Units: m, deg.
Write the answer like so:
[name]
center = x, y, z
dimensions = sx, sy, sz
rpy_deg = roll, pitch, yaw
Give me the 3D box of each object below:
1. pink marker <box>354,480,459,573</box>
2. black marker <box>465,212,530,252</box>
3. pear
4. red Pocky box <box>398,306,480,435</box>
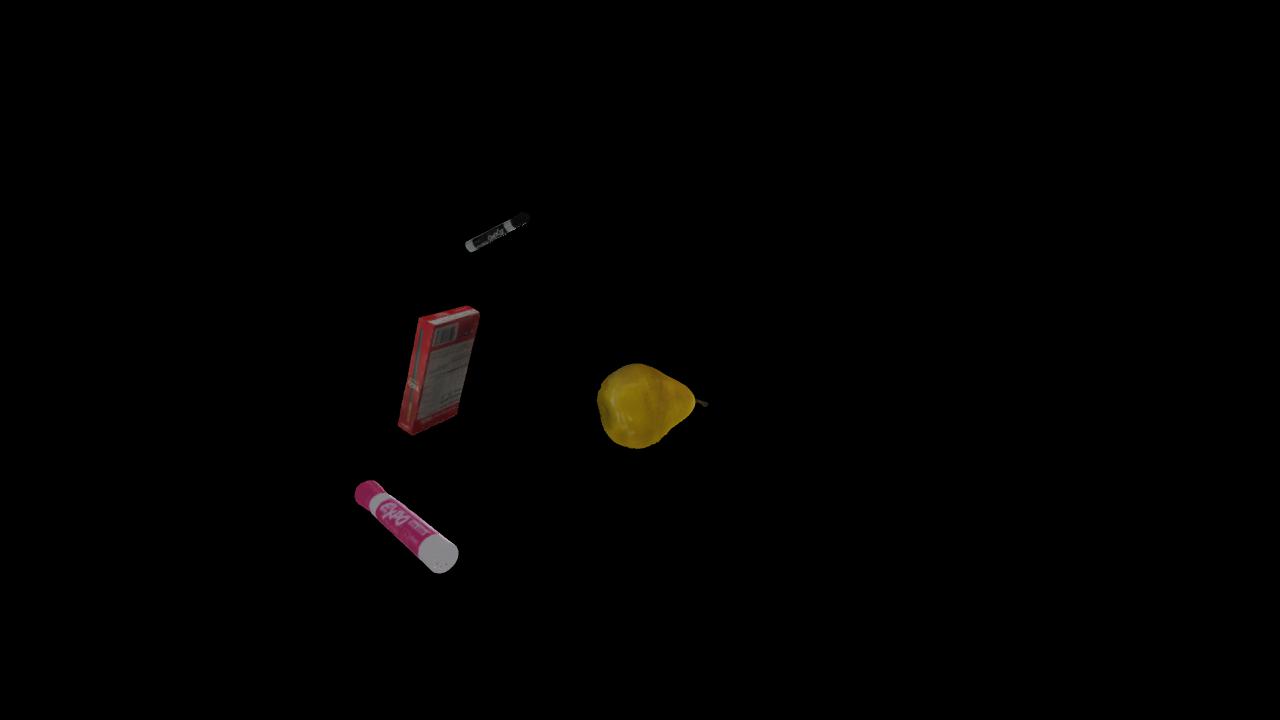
[pink marker]
center = -0.157, 0.105, 0.402
dimensions = 0.121, 0.020, 0.020
rpy_deg = 15, 11, 43
[black marker]
center = -0.226, -0.204, 0.977
dimensions = 0.121, 0.020, 0.020
rpy_deg = -21, -8, 22
[pear]
center = 0.017, 0.038, 0.590
dimensions = 0.111, 0.080, 0.080
rpy_deg = -14, 6, -23
[red Pocky box]
center = -0.247, 0.012, 0.754
dimensions = 0.028, 0.155, 0.083
rpy_deg = 27, 24, 16
